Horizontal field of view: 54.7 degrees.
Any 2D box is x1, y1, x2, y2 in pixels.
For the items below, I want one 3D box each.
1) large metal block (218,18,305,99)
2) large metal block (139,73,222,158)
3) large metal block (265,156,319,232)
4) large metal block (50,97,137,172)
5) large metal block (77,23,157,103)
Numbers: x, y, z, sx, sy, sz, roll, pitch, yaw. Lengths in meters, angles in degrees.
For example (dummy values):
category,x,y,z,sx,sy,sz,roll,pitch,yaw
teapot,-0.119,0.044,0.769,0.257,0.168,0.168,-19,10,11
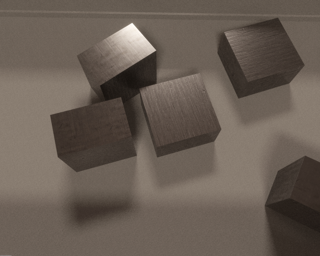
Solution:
category,x,y,z,sx,sy,sz,roll,pitch,yaw
large metal block,0.137,-0.097,0.434,0.081,0.050,0.080,-17,71,-7
large metal block,0.024,-0.016,0.402,0.081,0.050,0.080,-15,71,-6
large metal block,0.179,0.081,0.353,0.080,0.080,0.050,25,72,8
large metal block,-0.076,0.011,0.375,0.081,0.080,0.050,-15,71,-6
large metal block,-0.052,-0.076,0.408,0.080,0.080,0.050,-35,74,-12
